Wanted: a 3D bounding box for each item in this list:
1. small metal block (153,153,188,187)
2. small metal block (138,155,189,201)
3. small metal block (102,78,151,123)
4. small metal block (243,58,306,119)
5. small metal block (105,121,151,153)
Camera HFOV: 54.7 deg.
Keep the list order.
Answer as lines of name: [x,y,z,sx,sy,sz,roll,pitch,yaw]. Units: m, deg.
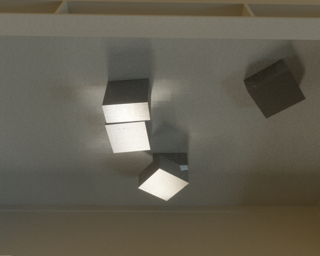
small metal block: [0.015,0.064,0.463,0.050,0.025,0.050,-1,130,0]
small metal block: [0.005,0.072,0.437,0.050,0.025,0.050,29,124,-23]
small metal block: [-0.037,-0.033,0.364,0.050,0.050,0.025,-4,130,3]
small metal block: [0.137,-0.046,0.371,0.050,0.025,0.050,-30,124,23]
small metal block: [-0.041,0.005,0.413,0.050,0.025,0.050,-6,130,4]
